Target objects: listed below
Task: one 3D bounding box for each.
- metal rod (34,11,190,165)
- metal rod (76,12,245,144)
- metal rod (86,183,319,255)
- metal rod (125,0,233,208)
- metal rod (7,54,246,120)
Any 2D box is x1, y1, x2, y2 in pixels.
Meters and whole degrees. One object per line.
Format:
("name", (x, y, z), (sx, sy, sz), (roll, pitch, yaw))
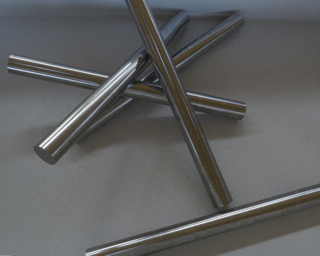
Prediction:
("metal rod", (-0.037, -0.070, 0.382), (0.025, 0.025, 0.301), (29, 52, 10))
("metal rod", (0.002, -0.077, 0.437), (0.301, 0.025, 0.025), (-37, 75, -13))
("metal rod", (0.065, 0.115, 0.368), (0.302, 0.025, 0.025), (-14, 71, -6))
("metal rod", (0.019, -0.045, 0.382), (0.025, 0.025, 0.299), (-23, 89, -8))
("metal rod", (-0.036, -0.051, 0.400), (0.302, 0.025, 0.025), (11, 70, -7))
